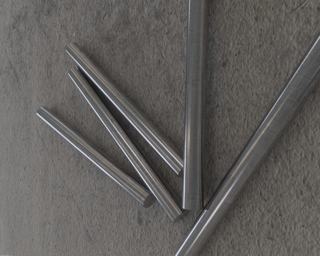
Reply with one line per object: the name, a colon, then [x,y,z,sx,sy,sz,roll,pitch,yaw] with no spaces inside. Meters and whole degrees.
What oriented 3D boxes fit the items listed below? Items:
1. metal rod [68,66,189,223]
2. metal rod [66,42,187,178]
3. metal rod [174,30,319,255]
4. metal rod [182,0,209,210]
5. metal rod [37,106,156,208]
metal rod: [-0.059,0.008,0.453,0.300,0.025,0.025,50,120,28]
metal rod: [-0.059,-0.041,0.453,0.300,0.025,0.025,46,118,30]
metal rod: [0.093,0.037,0.328,0.025,0.025,0.298,41,115,32]
metal rod: [0.042,-0.057,0.361,0.025,0.025,0.298,0,88,40]
metal rod: [-0.118,0.033,0.502,0.300,0.025,0.025,31,109,35]
